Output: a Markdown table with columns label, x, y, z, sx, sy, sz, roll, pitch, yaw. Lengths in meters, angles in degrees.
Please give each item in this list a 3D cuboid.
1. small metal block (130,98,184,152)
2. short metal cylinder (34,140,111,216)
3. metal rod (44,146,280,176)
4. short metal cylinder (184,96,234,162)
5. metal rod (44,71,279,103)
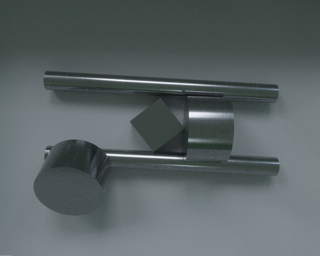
| label | x | y | z | sx | sy | sz | roll | pitch | yaw |
| --- | --- | --- | --- | --- | --- | --- | --- | --- | --- |
| small metal block | -0.004 | -0.004 | 0.410 | 0.050 | 0.025 | 0.050 | -38 | 91 | 0 |
| short metal cylinder | -0.105 | 0.061 | 0.379 | 0.081 | 0.050 | 0.079 | 1 | 124 | 1 |
| metal rod | 0.003 | 0.043 | 0.409 | 0.302 | 0.025 | 0.025 | 3 | 90 | -1 |
| short metal cylinder | 0.057 | 0.001 | 0.383 | 0.050 | 0.080 | 0.079 | 2 | 90 | 0 |
| metal rod | 0.002 | -0.054 | 0.409 | 0.302 | 0.025 | 0.025 | 3 | 90 | -1 |
